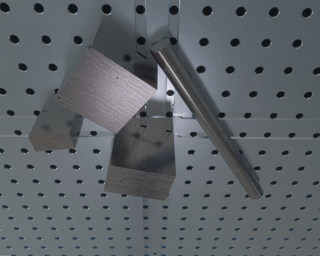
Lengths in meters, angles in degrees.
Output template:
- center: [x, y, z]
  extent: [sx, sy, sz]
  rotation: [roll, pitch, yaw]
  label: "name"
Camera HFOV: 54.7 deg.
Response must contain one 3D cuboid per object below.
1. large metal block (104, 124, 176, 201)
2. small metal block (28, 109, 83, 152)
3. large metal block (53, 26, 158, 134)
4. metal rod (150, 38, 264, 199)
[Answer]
- center: [-0.026, 0.043, 0.412]
  extent: [0.081, 0.080, 0.050]
  rotation: [11, 129, -10]
  label: "large metal block"
- center: [-0.131, 0.002, 0.396]
  extent: [0.050, 0.050, 0.025]
  rotation: [-4, 130, 3]
  label: "small metal block"
- center: [-0.059, -0.051, 0.351]
  extent: [0.080, 0.050, 0.080]
  rotation: [31, 124, -24]
  label: "large metal block"
- center: [0.078, 0.008, 0.419]
  extent: [0.025, 0.025, 0.300]
  rotation: [-25, 126, 19]
  label: "metal rod"
